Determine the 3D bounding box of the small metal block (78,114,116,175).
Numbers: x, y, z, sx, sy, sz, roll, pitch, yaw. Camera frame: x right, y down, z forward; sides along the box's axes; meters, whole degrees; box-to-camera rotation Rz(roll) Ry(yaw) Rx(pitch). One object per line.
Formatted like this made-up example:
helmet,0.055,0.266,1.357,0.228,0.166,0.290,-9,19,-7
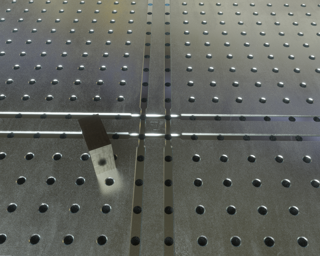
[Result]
small metal block,-0.076,0.020,0.374,0.025,0.050,0.050,-19,53,-15
